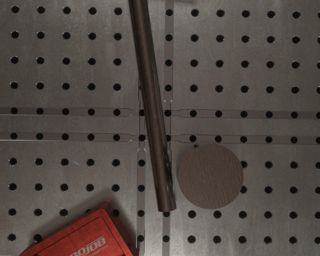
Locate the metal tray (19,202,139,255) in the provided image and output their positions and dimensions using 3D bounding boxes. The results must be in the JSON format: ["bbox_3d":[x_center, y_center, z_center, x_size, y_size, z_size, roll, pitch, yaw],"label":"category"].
[{"bbox_3d":[-0.105,0.170,0.409,0.130,0.030,0.090,-31,90,-1],"label":"metal tray"}]

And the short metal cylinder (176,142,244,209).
[{"bbox_3d":[0.062,0.059,0.402,0.081,0.050,0.079,0,90,-1],"label":"short metal cylinder"}]

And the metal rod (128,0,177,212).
[{"bbox_3d":[-0.011,-0.039,0.413,0.025,0.025,0.298,-8,90,0],"label":"metal rod"}]
